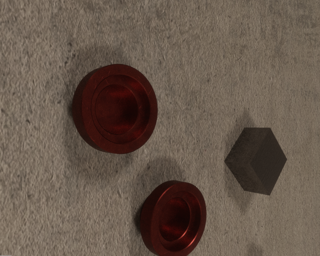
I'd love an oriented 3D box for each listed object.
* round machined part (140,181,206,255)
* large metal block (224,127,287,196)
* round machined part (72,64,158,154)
[{"bbox_3d":[0.013,0.117,0.407,0.099,0.042,0.097,0,90,-40],"label":"round machined part"},{"bbox_3d":[0.166,0.055,0.531,0.080,0.050,0.080,-52,121,-27],"label":"large metal block"},{"bbox_3d":[-0.053,-0.020,0.350,0.099,0.042,0.097,0,90,-40],"label":"round machined part"}]
